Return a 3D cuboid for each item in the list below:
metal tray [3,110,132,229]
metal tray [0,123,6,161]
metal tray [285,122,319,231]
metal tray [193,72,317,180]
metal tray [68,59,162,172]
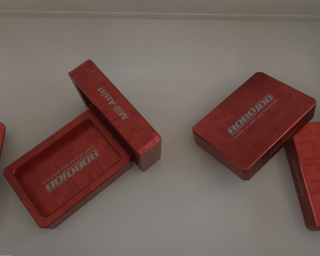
[{"bbox_3d":[-0.111,0.050,0.387,0.130,0.030,0.090,-38,75,-13],"label":"metal tray"},{"bbox_3d":[-0.243,0.052,0.365,0.091,0.030,0.130,10,68,-24],"label":"metal tray"},{"bbox_3d":[0.217,0.056,0.389,0.091,0.030,0.129,-6,70,-3],"label":"metal tray"},{"bbox_3d":[0.118,-0.007,0.394,0.130,0.030,0.090,-40,53,-14],"label":"metal tray"},{"bbox_3d":[-0.052,-0.012,0.378,0.030,0.090,0.130,-39,75,-13],"label":"metal tray"}]
